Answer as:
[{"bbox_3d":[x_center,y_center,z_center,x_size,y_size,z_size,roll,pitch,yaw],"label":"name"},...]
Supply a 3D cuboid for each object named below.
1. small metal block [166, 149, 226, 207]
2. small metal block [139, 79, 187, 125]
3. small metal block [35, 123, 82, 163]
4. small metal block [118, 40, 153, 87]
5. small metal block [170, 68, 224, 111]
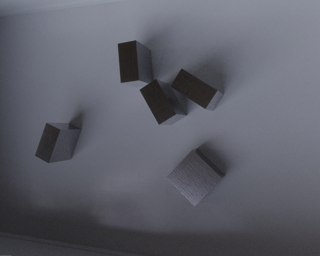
[{"bbox_3d":[0.046,0.062,0.394,0.050,0.025,0.050,45,103,14],"label":"small metal block"},{"bbox_3d":[0.005,-0.032,0.395,0.025,0.050,0.050,-32,80,17],"label":"small metal block"},{"bbox_3d":[-0.145,0.020,0.447,0.025,0.050,0.050,24,98,18],"label":"small metal block"},{"bbox_3d":[-0.031,-0.082,0.407,0.025,0.050,0.050,-5,88,20],"label":"small metal block"},{"bbox_3d":[0.047,-0.046,0.380,0.050,0.050,0.025,35,101,16],"label":"small metal block"}]
